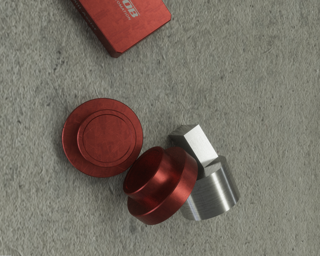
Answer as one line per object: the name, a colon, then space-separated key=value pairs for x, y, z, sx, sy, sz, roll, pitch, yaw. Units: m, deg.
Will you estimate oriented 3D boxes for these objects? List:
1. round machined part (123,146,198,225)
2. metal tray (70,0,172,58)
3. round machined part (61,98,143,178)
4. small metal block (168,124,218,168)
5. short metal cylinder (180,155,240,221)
round machined part: x=-0.006 y=0.060 z=0.368 sx=0.042 sy=0.098 sz=0.098 roll=42 pitch=77 yaw=-21
metal tray: x=-0.058 y=-0.166 z=0.385 sx=0.090 sy=0.030 sz=0.130 roll=-39 pitch=103 yaw=-16
round machined part: x=-0.067 y=0.012 z=0.376 sx=0.099 sy=0.042 sz=0.097 roll=0 pitch=90 yaw=-20
small metal block: x=0.043 y=0.023 z=0.413 sx=0.025 sy=0.050 sz=0.050 roll=-36 pitch=102 yaw=-17
short metal cylinder: x=0.056 y=0.076 z=0.402 sx=0.081 sy=0.080 sz=0.050 roll=-26 pitch=99 yaw=-18
